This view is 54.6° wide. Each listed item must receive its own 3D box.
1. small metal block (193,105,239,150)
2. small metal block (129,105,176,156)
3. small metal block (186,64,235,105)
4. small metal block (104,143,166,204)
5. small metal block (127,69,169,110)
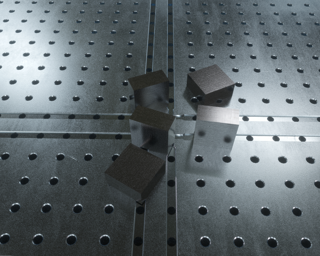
[{"bbox_3d":[0.070,0.000,0.392,0.050,0.050,0.025,7,51,6],"label":"small metal block"},{"bbox_3d":[-0.009,0.004,0.389,0.050,0.050,0.025,17,52,14],"label":"small metal block"},{"bbox_3d":[0.075,-0.064,0.462,0.050,0.025,0.050,-21,53,-17],"label":"small metal block"},{"bbox_3d":[-0.028,0.052,0.364,0.050,0.025,0.050,26,55,20],"label":"small metal block"},{"bbox_3d":[-0.015,-0.049,0.432,0.050,0.050,0.025,-18,52,-14],"label":"small metal block"}]
